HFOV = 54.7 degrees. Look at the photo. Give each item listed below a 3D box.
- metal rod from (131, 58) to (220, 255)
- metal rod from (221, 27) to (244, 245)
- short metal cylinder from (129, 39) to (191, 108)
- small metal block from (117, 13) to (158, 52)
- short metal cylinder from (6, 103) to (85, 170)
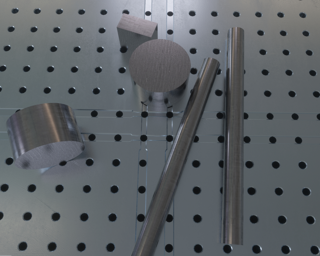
[{"bbox_3d":[0.023,0.038,0.397,0.025,0.025,0.300,19,71,7],"label":"metal rod"},{"bbox_3d":[0.099,-0.004,0.413,0.025,0.025,0.299,5,70,2],"label":"metal rod"},{"bbox_3d":[0.000,-0.074,0.425,0.081,0.050,0.080,0,70,0],"label":"short metal cylinder"},{"bbox_3d":[-0.031,-0.132,0.447,0.050,0.050,0.025,18,71,6],"label":"small metal block"},{"bbox_3d":[-0.139,0.012,0.377,0.080,0.080,0.050,-20,71,-7],"label":"short metal cylinder"}]
